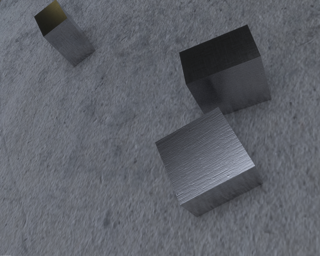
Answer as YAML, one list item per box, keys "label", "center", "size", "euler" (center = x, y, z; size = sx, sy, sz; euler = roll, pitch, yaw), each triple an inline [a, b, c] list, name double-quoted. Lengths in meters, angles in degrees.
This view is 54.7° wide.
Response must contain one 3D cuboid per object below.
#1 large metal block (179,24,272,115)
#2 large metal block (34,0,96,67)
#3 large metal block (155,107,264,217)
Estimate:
- label: "large metal block"
  center: [0.078, -0.061, 0.364]
  size: [0.080, 0.080, 0.050]
  euler: [-19, 55, 16]
- label: "large metal block"
  center: [-0.172, -0.171, 0.561]
  size: [0.050, 0.080, 0.080]
  euler: [-37, 51, 3]
- label: "large metal block"
  center: [0.052, 0.037, 0.337]
  size: [0.080, 0.050, 0.080]
  euler: [-30, 52, 8]
